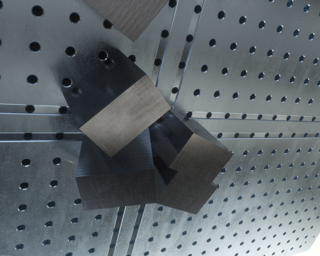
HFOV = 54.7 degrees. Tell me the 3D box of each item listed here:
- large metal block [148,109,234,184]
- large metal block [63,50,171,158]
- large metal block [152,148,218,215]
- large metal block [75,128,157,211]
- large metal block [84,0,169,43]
[{"bbox_3d":[0.035,0.021,0.410,0.080,0.080,0.050,26,104,-38],"label":"large metal block"},{"bbox_3d":[-0.048,-0.029,0.332,0.080,0.080,0.050,-40,130,-2],"label":"large metal block"},{"bbox_3d":[0.019,0.067,0.429,0.080,0.080,0.050,27,104,-38],"label":"large metal block"},{"bbox_3d":[-0.049,0.045,0.364,0.081,0.080,0.050,-5,123,-4],"label":"large metal block"},{"bbox_3d":[-0.035,-0.142,0.289,0.080,0.050,0.080,-49,129,6],"label":"large metal block"}]
